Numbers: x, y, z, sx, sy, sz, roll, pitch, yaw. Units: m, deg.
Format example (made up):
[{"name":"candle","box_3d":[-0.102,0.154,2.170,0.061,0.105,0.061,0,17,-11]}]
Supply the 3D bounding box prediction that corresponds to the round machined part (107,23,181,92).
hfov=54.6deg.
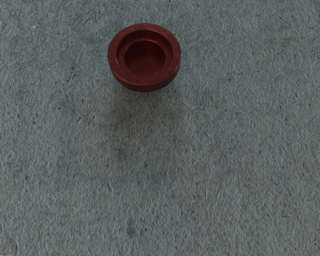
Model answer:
[{"name":"round machined part","box_3d":[-0.021,-0.093,0.433,0.099,0.042,0.098,0,70,0]}]
